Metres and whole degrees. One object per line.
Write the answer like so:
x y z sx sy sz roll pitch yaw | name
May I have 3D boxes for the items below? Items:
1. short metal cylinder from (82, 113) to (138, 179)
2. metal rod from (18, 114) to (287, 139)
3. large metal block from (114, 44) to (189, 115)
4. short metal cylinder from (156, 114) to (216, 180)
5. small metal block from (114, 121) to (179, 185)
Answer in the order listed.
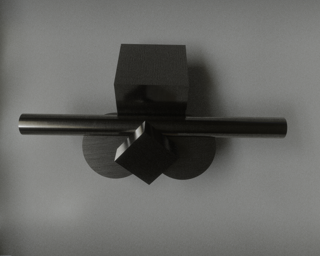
-0.053 0.021 0.397 0.081 0.050 0.079 0 90 -1 | short metal cylinder
-0.007 -0.002 0.360 0.302 0.025 0.025 1 90 -1 | metal rod
-0.009 -0.058 0.377 0.081 0.050 0.080 1 47 0 | large metal block
0.027 0.023 0.398 0.081 0.050 0.079 0 90 -1 | short metal cylinder
-0.014 0.029 0.349 0.050 0.025 0.050 38 112 -19 | small metal block
